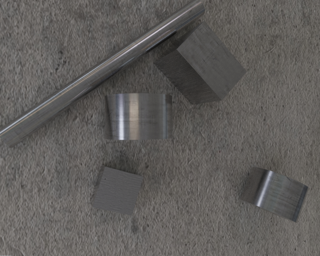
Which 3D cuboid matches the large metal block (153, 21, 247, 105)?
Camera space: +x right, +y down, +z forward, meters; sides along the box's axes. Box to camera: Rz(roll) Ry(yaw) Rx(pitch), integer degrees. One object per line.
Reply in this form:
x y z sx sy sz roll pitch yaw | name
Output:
0.048 -0.078 0.397 0.080 0.080 0.050 45 76 -15 | large metal block

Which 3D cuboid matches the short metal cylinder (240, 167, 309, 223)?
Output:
0.161 0.094 0.439 0.080 0.080 0.050 26 82 -18 | short metal cylinder

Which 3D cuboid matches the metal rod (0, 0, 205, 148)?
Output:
-0.060 -0.077 0.386 0.301 0.025 0.025 -38 103 -16 | metal rod

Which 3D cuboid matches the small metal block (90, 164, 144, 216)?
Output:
-0.055 0.077 0.389 0.050 0.025 0.050 18 84 -19 | small metal block

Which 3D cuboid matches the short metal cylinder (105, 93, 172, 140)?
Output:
-0.025 -0.013 0.370 0.081 0.080 0.050 -1 91 -20 | short metal cylinder
